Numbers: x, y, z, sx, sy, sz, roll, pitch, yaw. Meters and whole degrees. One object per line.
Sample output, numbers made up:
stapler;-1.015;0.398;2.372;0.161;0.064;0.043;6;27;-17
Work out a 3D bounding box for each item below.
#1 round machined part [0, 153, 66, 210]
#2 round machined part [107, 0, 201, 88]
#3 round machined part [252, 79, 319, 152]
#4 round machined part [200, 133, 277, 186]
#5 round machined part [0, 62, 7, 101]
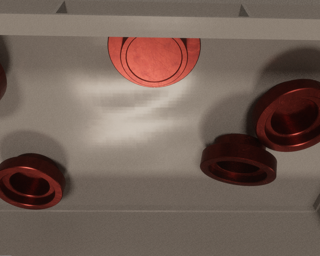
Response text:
round machined part;-0.190;0.075;0.459;0.099;0.042;0.097;-1;130;0
round machined part;-0.006;-0.083;0.327;0.099;0.042;0.097;-1;130;0
round machined part;0.163;-0.019;0.383;0.099;0.042;0.097;-1;130;-1
round machined part;0.106;0.041;0.419;0.099;0.042;0.098;11;153;6
round machined part;-0.220;-0.062;0.341;0.099;0.042;0.097;-1;130;0
